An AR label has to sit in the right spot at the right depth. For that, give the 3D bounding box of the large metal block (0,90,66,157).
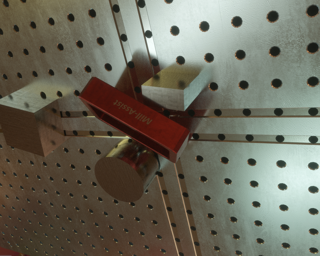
[{"bbox_3d":[-0.207,-0.009,0.499,0.080,0.050,0.079,13,124,20],"label":"large metal block"}]

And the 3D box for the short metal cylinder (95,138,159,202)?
[{"bbox_3d":[-0.049,0.062,0.459,0.080,0.050,0.079,13,124,21],"label":"short metal cylinder"}]

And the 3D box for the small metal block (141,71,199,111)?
[{"bbox_3d":[0.013,-0.044,0.360,0.050,0.050,0.025,10,122,23],"label":"small metal block"}]

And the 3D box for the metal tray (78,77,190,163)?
[{"bbox_3d":[-0.029,-0.006,0.386,0.130,0.030,0.090,30,169,9],"label":"metal tray"}]
